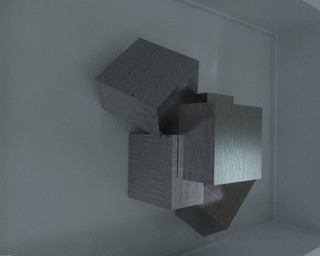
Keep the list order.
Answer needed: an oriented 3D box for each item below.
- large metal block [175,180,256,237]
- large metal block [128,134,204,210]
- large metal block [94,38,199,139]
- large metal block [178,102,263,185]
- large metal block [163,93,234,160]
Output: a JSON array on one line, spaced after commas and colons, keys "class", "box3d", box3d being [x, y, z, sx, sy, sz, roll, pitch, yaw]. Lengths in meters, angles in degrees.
[{"class": "large metal block", "box3d": [0.074, 0.094, 0.421, 0.050, 0.080, 0.080, 38, 61, 5]}, {"class": "large metal block", "box3d": [0.006, 0.047, 0.374, 0.050, 0.080, 0.080, 1, 89, -40]}, {"class": "large metal block", "box3d": [-0.012, -0.047, 0.349, 0.080, 0.080, 0.050, -51, 155, -28]}, {"class": "large metal block", "box3d": [0.067, 0.016, 0.340, 0.081, 0.050, 0.080, 2, 89, -40]}, {"class": "large metal block", "box3d": [0.048, -0.001, 0.407, 0.050, 0.080, 0.080, 1, 89, -40]}]
